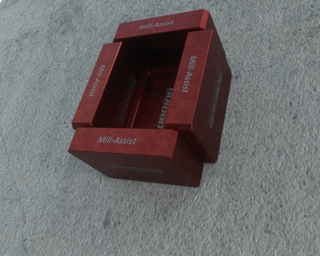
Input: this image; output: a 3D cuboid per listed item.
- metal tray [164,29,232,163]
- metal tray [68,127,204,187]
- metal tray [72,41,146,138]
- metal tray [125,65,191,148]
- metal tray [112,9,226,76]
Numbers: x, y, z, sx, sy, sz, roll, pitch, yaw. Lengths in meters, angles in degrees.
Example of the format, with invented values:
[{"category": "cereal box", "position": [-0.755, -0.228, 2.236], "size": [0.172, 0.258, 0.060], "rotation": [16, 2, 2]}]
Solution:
[{"category": "metal tray", "position": [0.050, -0.036, 0.358], "size": [0.030, 0.090, 0.130], "rotation": [1, 62, 28]}, {"category": "metal tray", "position": [-0.026, 0.034, 0.355], "size": [0.130, 0.090, 0.030], "rotation": [1, 63, 28]}, {"category": "metal tray", "position": [-0.058, -0.038, 0.415], "size": [0.030, 0.090, 0.130], "rotation": [1, 62, 28]}, {"category": "metal tray", "position": [0.008, -0.023, 0.411], "size": [0.090, 0.030, 0.130], "rotation": [1, 62, 28]}, {"category": "metal tray", "position": [0.014, -0.107, 0.420], "size": [0.130, 0.090, 0.030], "rotation": [1, 63, 28]}]
